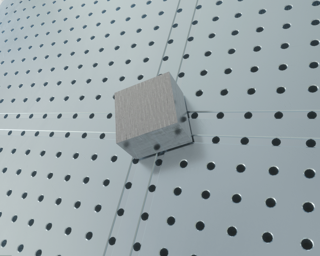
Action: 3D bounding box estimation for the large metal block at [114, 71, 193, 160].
[{"bbox_3d":[-0.010,-0.015,0.402,0.080,0.050,0.080,-19,55,17],"label":"large metal block"}]
